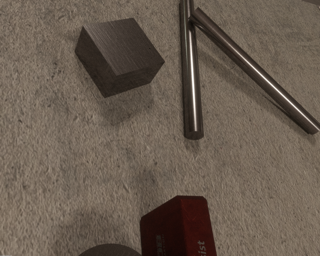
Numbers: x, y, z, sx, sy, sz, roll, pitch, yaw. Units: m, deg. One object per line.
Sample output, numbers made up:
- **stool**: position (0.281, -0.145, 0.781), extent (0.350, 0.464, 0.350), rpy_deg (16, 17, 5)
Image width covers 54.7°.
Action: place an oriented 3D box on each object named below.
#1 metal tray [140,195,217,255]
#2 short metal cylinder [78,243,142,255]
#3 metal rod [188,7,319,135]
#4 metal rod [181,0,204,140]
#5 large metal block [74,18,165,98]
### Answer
- **metal tray**: position (0.017, 0.138, 0.288), extent (0.030, 0.090, 0.130), rpy_deg (8, 58, -26)
- **short metal cylinder**: position (-0.041, 0.143, 0.261), extent (0.081, 0.050, 0.080), rpy_deg (1, 63, -1)
- **metal rod**: position (0.168, -0.095, 0.537), extent (0.300, 0.025, 0.025), rpy_deg (41, 51, -7)
- **metal rod**: position (0.049, -0.117, 0.503), extent (0.025, 0.025, 0.299), rpy_deg (14, 56, -21)
- **large metal block**: position (-0.055, -0.096, 0.418), extent (0.081, 0.050, 0.080), rpy_deg (-25, 76, -37)
